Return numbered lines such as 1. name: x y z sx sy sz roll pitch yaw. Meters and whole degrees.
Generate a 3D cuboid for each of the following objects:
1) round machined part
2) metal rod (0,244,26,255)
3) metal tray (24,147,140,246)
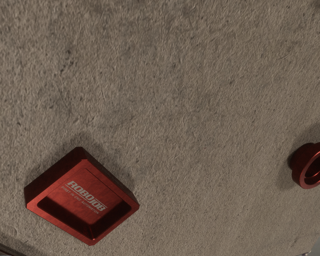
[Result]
1. round machined part: 0.294 0.068 0.602 0.099 0.042 0.097 -14 125 -21
2. metal rod: -0.193 0.179 0.412 0.025 0.025 0.300 -39 130 -2
3. metal tray: -0.098 0.094 0.409 0.090 0.030 0.130 -39 130 -2
